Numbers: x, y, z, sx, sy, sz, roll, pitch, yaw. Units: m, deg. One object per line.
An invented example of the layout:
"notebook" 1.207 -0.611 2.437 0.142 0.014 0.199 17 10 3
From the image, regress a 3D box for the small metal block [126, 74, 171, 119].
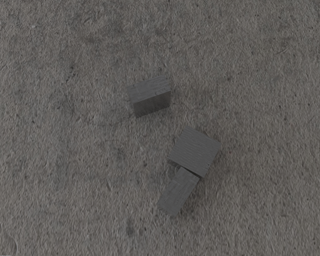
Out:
"small metal block" -0.014 -0.041 0.409 0.050 0.050 0.025 -20 72 -7

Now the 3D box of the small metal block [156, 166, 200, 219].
"small metal block" 0.020 0.078 0.366 0.025 0.050 0.050 33 73 11

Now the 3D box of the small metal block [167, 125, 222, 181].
"small metal block" 0.044 0.032 0.396 0.050 0.025 0.050 28 72 10
